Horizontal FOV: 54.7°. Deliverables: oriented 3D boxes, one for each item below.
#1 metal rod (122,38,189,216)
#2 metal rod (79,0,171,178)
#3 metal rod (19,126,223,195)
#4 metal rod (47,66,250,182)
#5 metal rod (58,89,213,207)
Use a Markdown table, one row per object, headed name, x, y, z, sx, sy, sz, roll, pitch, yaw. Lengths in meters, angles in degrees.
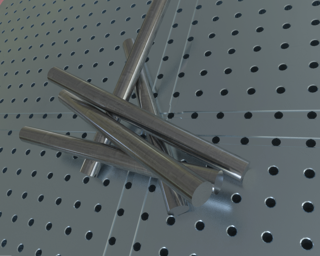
| name | x | y | z | sx | sy | sz | roll | pitch | yaw |
| --- | --- | --- | --- | --- | --- | --- | --- | --- | --- |
| metal rod | -0.015 | -0.024 | 0.429 | 0.025 | 0.025 | 0.299 | -26 | 53 | 12 |
| metal rod | -0.043 | -0.075 | 0.442 | 0.025 | 0.025 | 0.299 | 16 | 80 | 34 |
| metal rod | -0.069 | 0.032 | 0.386 | 0.300 | 0.025 | 0.025 | 10 | 67 | 30 |
| metal rod | -0.031 | -0.015 | 0.392 | 0.300 | 0.025 | 0.025 | 27 | 76 | 24 |
| metal rod | -0.055 | 0.004 | 0.375 | 0.025 | 0.025 | 0.300 | -51 | 44 | -8 |
